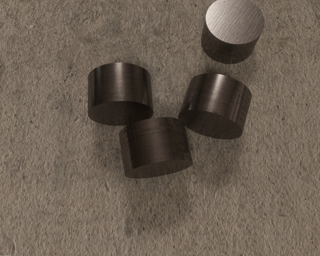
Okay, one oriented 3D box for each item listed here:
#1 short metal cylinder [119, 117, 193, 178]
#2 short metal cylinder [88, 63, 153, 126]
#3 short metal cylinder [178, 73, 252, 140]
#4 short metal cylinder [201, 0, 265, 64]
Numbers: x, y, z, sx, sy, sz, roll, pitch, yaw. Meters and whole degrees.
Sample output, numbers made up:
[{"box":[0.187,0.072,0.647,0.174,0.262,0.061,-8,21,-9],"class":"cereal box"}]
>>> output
[{"box":[-0.005,0.026,0.369,0.081,0.080,0.050,-10,71,-4],"class":"short metal cylinder"},{"box":[-0.050,-0.040,0.393,0.081,0.080,0.050,-4,70,-2],"class":"short metal cylinder"},{"box":[0.069,-0.025,0.389,0.080,0.080,0.050,18,71,6],"class":"short metal cylinder"},{"box":[0.103,-0.140,0.447,0.081,0.050,0.080,0,70,0],"class":"short metal cylinder"}]
